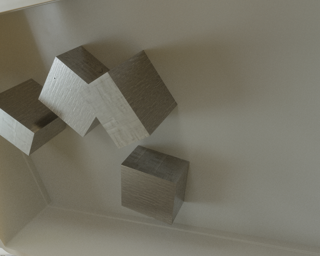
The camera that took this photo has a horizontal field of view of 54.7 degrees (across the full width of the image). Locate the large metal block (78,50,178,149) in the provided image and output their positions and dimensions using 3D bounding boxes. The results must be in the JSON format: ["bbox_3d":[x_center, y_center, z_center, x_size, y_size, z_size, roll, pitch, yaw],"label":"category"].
[{"bbox_3d":[-0.034,-0.035,0.368,0.050,0.080,0.080,-23,106,36],"label":"large metal block"}]

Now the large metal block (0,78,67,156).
[{"bbox_3d":[-0.194,-0.019,0.461,0.080,0.080,0.050,35,129,4],"label":"large metal block"}]

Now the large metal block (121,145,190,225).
[{"bbox_3d":[-0.008,0.081,0.445,0.080,0.050,0.079,16,125,18],"label":"large metal block"}]

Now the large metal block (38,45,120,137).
[{"bbox_3d":[-0.105,-0.048,0.416,0.080,0.050,0.080,41,129,0],"label":"large metal block"}]
